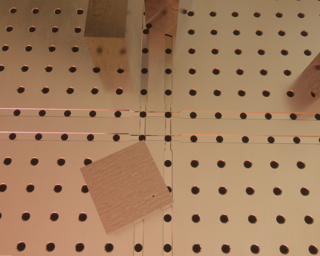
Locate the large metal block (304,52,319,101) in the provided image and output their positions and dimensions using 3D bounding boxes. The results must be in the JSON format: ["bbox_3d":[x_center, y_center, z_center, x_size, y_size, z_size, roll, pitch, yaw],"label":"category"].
[{"bbox_3d":[0.257,-0.082,0.416,0.081,0.080,0.050,-10,71,-4],"label":"large metal block"}]

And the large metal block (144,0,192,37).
[{"bbox_3d":[0.016,-0.197,0.455,0.050,0.080,0.080,20,71,7],"label":"large metal block"}]

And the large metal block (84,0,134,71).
[{"bbox_3d":[-0.067,-0.135,0.431,0.050,0.080,0.080,2,70,0],"label":"large metal block"}]

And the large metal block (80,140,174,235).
[{"bbox_3d":[-0.038,0.072,0.372,0.080,0.050,0.080,-24,72,-9],"label":"large metal block"}]
